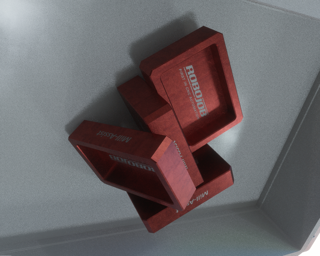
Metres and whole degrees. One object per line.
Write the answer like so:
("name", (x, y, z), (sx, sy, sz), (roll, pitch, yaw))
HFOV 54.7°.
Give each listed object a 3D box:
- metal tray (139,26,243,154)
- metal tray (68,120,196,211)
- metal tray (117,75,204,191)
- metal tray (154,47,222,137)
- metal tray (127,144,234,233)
("metal tray", (0.042, -0.040, 0.364), (0.090, 0.030, 0.130), (-32, 128, -8))
("metal tray", (-0.033, 0.040, 0.349), (0.030, 0.130, 0.090), (-54, 136, -30))
("metal tray", (0.002, 0.010, 0.372), (0.030, 0.090, 0.130), (-32, 129, -8))
("metal tray", (0.050, -0.041, 0.409), (0.090, 0.030, 0.129), (-29, 128, -8))
("metal tray", (0.021, 0.071, 0.422), (0.131, 0.090, 0.030), (-29, 129, -11))
